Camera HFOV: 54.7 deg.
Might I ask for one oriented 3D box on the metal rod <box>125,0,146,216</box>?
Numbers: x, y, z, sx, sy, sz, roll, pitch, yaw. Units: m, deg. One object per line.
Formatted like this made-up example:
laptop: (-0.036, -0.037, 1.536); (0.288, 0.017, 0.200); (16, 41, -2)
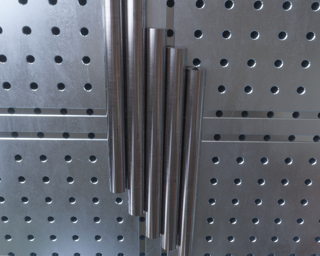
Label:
metal rod: (-0.031, -0.017, 0.406); (0.025, 0.025, 0.298); (1, 110, -1)

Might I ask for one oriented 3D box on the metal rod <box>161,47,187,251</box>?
metal rod: (0.018, 0.042, 0.428); (0.025, 0.025, 0.298); (1, 110, -1)

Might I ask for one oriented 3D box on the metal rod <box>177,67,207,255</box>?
metal rod: (0.043, 0.066, 0.437); (0.025, 0.025, 0.298); (1, 110, -1)

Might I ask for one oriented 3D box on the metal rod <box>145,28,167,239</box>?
metal rod: (-0.007, 0.021, 0.420); (0.025, 0.025, 0.298); (1, 110, -1)

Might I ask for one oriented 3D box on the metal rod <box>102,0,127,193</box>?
metal rod: (-0.057, -0.053, 0.393); (0.025, 0.025, 0.298); (1, 110, -1)
